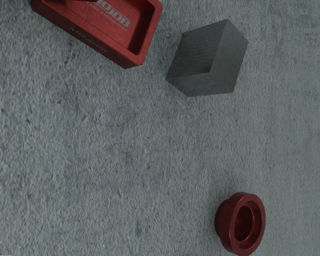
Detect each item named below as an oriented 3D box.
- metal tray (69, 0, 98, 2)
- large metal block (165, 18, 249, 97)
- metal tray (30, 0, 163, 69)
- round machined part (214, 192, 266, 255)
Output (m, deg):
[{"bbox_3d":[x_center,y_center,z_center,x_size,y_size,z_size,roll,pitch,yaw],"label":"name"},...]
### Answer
[{"bbox_3d":[-0.118,-0.165,0.273,0.131,0.030,0.089,-6,86,-25],"label":"metal tray"},{"bbox_3d":[0.064,-0.092,0.425,0.050,0.080,0.080,32,70,-36],"label":"large metal block"},{"bbox_3d":[-0.064,-0.137,0.349,0.131,0.030,0.090,29,72,-37],"label":"metal tray"},{"bbox_3d":[0.127,0.153,0.503,0.099,0.042,0.097,0,90,-40],"label":"round machined part"}]
